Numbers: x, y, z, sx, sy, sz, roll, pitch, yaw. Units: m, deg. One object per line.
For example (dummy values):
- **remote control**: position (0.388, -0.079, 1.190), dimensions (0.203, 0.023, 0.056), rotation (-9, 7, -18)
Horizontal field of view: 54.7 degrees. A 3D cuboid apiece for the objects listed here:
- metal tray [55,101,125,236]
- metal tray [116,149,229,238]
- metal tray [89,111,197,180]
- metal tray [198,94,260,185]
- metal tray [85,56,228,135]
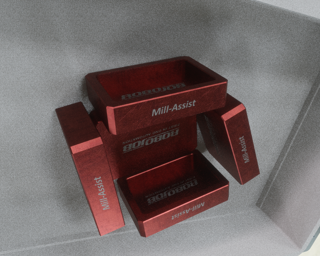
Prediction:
- **metal tray**: position (-0.078, 0.046, 0.351), dimensions (0.030, 0.090, 0.129), rotation (-20, 126, -17)
- **metal tray**: position (0.017, 0.084, 0.427), dimensions (0.131, 0.090, 0.030), rotation (-19, 126, -18)
- **metal tray**: position (-0.017, 0.005, 0.398), dimensions (0.131, 0.030, 0.089), rotation (-18, 126, -18)
- **metal tray**: position (0.085, 0.006, 0.417), dimensions (0.030, 0.090, 0.130), rotation (-31, 129, -8)
- **metal tray**: position (-0.005, -0.041, 0.337), dimensions (0.131, 0.090, 0.030), rotation (-15, 125, -21)
